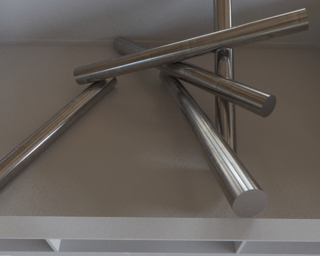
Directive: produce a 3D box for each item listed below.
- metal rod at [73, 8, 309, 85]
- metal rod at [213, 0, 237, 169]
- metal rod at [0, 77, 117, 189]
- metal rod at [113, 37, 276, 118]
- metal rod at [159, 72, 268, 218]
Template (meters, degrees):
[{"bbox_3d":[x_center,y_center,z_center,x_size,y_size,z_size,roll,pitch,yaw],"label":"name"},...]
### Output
[{"bbox_3d":[0.025,-0.099,0.398,0.301,0.025,0.025,-10,48,17],"label":"metal rod"},{"bbox_3d":[0.084,-0.092,0.404,0.025,0.025,0.299,2,75,1],"label":"metal rod"},{"bbox_3d":[-0.156,0.021,0.384,0.025,0.025,0.301,27,55,20],"label":"metal rod"},{"bbox_3d":[0.022,-0.083,0.422,0.025,0.025,0.300,-31,41,-24],"label":"metal rod"},{"bbox_3d":[0.036,-0.015,0.343,0.025,0.025,0.300,-8,27,-7],"label":"metal rod"}]
